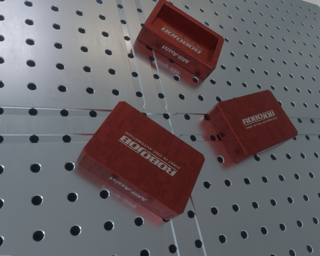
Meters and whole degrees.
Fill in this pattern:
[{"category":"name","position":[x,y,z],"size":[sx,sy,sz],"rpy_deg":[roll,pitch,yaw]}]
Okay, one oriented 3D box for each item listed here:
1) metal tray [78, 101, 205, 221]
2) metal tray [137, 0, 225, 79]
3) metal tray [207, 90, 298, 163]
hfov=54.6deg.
[{"category":"metal tray","position":[-0.018,0.037,0.372],"size":[0.130,0.030,0.090],"rpy_deg":[34,51,-6]},{"category":"metal tray","position":[0.038,-0.149,0.515],"size":[0.130,0.030,0.090],"rpy_deg":[29,52,-9]},{"category":"metal tray","position":[0.148,-0.007,0.488],"size":[0.131,0.030,0.090],"rpy_deg":[-16,70,-34]}]
